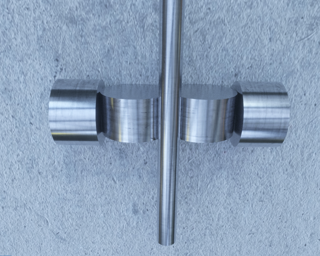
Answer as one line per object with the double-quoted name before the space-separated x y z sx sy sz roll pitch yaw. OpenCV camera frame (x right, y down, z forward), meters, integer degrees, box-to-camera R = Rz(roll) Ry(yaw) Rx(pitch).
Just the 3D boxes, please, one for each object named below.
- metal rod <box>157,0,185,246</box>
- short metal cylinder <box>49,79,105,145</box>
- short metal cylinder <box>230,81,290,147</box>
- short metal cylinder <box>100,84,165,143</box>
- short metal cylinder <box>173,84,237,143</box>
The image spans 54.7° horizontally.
"metal rod" 0.010 0.003 0.347 0.025 0.025 0.298 1 110 -1
"short metal cylinder" -0.095 -0.019 0.374 0.050 0.080 0.079 1 110 -1
"short metal cylinder" 0.116 -0.017 0.377 0.050 0.080 0.079 1 110 -1
"short metal cylinder" -0.030 -0.021 0.374 0.081 0.080 0.050 1 110 -1
"short metal cylinder" 0.050 -0.020 0.374 0.081 0.080 0.050 1 110 -1
